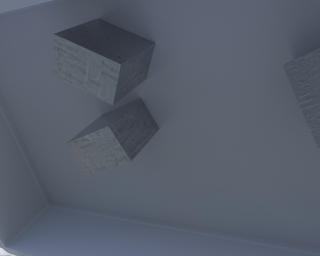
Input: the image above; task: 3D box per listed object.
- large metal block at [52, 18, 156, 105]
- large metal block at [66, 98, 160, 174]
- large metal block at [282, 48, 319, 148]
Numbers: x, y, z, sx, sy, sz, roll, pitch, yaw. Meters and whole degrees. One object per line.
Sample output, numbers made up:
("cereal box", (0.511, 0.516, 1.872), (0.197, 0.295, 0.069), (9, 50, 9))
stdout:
("large metal block", (-0.063, -0.079, 0.356), (0.080, 0.080, 0.050), (26, 127, 11))
("large metal block", (-0.060, 0.010, 0.410), (0.080, 0.080, 0.050), (-20, 108, 35))
("large metal block", (0.167, -0.037, 0.268), (0.080, 0.050, 0.080), (-23, 89, 36))
